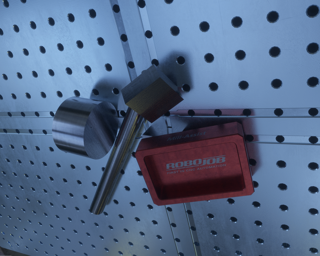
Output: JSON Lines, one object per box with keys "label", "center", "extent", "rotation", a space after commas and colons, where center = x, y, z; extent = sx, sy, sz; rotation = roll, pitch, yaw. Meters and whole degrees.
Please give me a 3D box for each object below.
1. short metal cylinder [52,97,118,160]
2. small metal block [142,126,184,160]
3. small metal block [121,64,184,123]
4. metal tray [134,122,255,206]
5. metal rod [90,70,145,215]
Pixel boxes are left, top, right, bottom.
{"label": "short metal cylinder", "center": [-0.101, -0.001, 0.428], "extent": [0.050, 0.080, 0.079], "rotation": [11, 123, 22]}
{"label": "small metal block", "center": [0.008, 0.027, 0.424], "extent": [0.050, 0.025, 0.050], "rotation": [5, 121, 25]}
{"label": "small metal block", "center": [-0.009, -0.039, 0.365], "extent": [0.050, 0.025, 0.050], "rotation": [-36, 138, 16]}
{"label": "metal tray", "center": [0.044, 0.048, 0.390], "extent": [0.130, 0.030, 0.090], "rotation": [-11, 116, 15]}
{"label": "metal rod", "center": [-0.063, 0.041, 0.469], "extent": [0.025, 0.025, 0.298], "rotation": [32, 129, 7]}
